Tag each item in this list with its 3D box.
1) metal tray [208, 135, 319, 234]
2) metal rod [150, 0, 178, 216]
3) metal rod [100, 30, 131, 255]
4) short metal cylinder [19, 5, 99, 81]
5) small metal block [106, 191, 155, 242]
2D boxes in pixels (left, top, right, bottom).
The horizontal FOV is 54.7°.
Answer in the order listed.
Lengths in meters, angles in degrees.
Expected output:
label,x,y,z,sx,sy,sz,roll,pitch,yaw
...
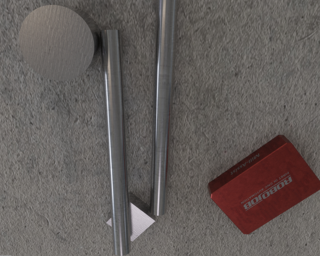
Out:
label,x,y,z,sx,sy,sz,roll,pitch,yaw
metal tray,0.146,0.082,0.439,0.130,0.030,0.090,-38,106,12
metal rod,0.003,-0.019,0.402,0.025,0.025,0.298,2,110,-1
metal rod,-0.056,0.029,0.403,0.025,0.025,0.298,-1,104,0
short metal cylinder,-0.112,-0.099,0.359,0.081,0.050,0.079,0,110,0
small metal block,-0.042,0.131,0.458,0.050,0.025,0.050,41,105,-14
